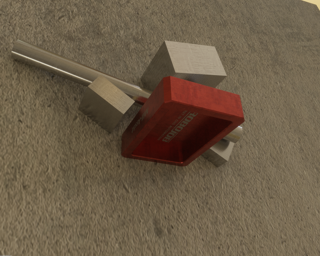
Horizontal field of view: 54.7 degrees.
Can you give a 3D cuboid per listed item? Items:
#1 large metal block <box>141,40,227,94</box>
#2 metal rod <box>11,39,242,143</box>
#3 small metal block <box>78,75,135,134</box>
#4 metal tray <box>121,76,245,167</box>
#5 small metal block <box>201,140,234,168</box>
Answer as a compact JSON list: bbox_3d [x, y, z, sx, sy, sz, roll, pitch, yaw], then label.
[{"bbox_3d":[0.030,-0.071,0.430,0.081,0.080,0.050,-2,63,-30],"label":"large metal block"},{"bbox_3d":[-0.033,-0.043,0.397,0.302,0.025,0.025,20,54,-10],"label":"metal rod"},{"bbox_3d":[-0.065,-0.027,0.371,0.050,0.050,0.025,38,51,-3],"label":"small metal block"},{"bbox_3d":[0.019,0.001,0.350,0.091,0.129,0.030,12,57,-22],"label":"metal tray"},{"bbox_3d":[0.075,0.019,0.437,0.050,0.025,0.050,36,51,-5],"label":"small metal block"}]
